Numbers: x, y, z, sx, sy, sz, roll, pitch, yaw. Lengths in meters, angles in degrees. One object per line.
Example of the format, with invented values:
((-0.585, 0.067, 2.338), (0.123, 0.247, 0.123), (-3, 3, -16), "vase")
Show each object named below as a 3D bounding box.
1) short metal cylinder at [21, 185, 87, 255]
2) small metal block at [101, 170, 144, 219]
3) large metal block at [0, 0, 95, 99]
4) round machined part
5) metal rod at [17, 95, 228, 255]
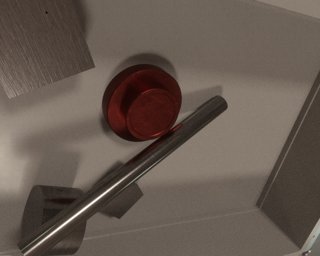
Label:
((-0.128, 0.111, 0.372), (0.050, 0.080, 0.080), (14, 111, -34), "short metal cylinder")
((-0.061, 0.094, 0.435), (0.050, 0.025, 0.050), (-46, 130, 3), "small metal block")
((-0.115, -0.085, 0.278), (0.081, 0.050, 0.080), (-24, 128, -14), "large metal block")
((-0.016, -0.024, 0.375), (0.099, 0.042, 0.097), (-14, 125, -21), "round machined part")
((-0.024, 0.045, 0.372), (0.302, 0.025, 0.025), (-36, 131, -26), "metal rod")
